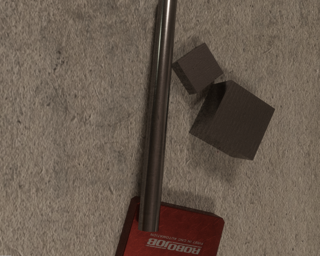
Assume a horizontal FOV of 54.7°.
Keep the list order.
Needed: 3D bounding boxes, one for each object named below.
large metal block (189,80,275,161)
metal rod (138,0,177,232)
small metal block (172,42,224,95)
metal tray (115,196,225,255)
[{"bbox_3d":[0.101,-0.010,0.434,0.080,0.050,0.080,29,80,-18],"label":"large metal block"},{"bbox_3d":[-0.002,-0.026,0.391,0.025,0.025,0.298,8,81,-20],"label":"metal rod"},{"bbox_3d":[0.051,-0.082,0.429,0.050,0.025,0.050,-38,103,-16],"label":"small metal block"},{"bbox_3d":[0.015,0.150,0.413,0.131,0.030,0.090,17,84,-20],"label":"metal tray"}]
